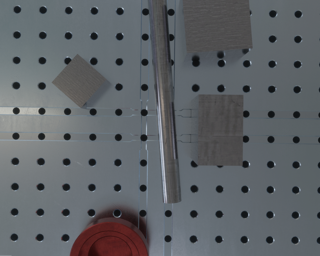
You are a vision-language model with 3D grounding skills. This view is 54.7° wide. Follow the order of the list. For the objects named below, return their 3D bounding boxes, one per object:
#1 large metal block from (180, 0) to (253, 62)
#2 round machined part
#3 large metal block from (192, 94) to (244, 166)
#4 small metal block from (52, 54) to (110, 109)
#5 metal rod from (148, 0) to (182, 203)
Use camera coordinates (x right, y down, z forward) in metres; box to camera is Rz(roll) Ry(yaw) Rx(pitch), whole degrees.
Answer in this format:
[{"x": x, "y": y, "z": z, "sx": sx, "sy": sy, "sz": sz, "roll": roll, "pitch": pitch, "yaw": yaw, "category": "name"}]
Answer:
[{"x": 0.070, "y": -0.134, "z": 0.401, "sx": 0.081, "sy": 0.050, "sz": 0.080, "roll": -5, "pitch": 90, "yaw": 0, "category": "large metal block"}, {"x": -0.063, "y": 0.165, "z": 0.404, "sx": 0.099, "sy": 0.042, "sz": 0.097, "roll": 0, "pitch": 90, "yaw": 0, "category": "round machined part"}, {"x": 0.068, "y": 0.002, "z": 0.386, "sx": 0.050, "sy": 0.080, "sz": 0.079, "roll": 1, "pitch": 90, "yaw": 0, "category": "large metal block"}, {"x": -0.104, "y": -0.061, "z": 0.412, "sx": 0.050, "sy": 0.025, "sz": 0.050, "roll": 42, "pitch": 90, "yaw": 0, "category": "small metal block"}, {"x": 0.005, "y": -0.051, "z": 0.413, "sx": 0.025, "sy": 0.025, "sz": 0.298, "roll": -4, "pitch": 90, "yaw": 0, "category": "metal rod"}]
